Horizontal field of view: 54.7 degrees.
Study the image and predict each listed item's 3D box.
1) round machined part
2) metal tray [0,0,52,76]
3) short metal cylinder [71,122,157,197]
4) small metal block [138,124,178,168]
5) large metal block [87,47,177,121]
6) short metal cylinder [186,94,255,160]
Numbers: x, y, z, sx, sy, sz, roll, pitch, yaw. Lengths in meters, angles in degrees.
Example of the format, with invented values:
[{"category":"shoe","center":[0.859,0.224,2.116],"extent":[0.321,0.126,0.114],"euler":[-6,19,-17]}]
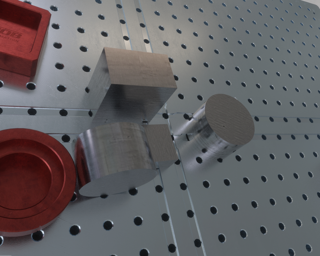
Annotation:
[{"category":"round machined part","center":[-0.133,0.053,0.293],"extent":[0.099,0.042,0.098],"euler":[14,56,-21]},{"category":"metal tray","center":[-0.206,-0.121,0.367],"extent":[0.131,0.030,0.090],"euler":[14,56,-21]},{"category":"short metal cylinder","center":[-0.048,0.035,0.326],"extent":[0.081,0.080,0.050],"euler":[-3,64,-30]},{"category":"small metal block","center":[-0.011,0.023,0.388],"extent":[0.050,0.025,0.050],"euler":[-2,63,-29]},{"category":"large metal block","center":[-0.038,-0.050,0.383],"extent":[0.081,0.080,0.050],"euler":[0,62,-28]},{"category":"short metal cylinder","center":[0.085,-0.001,0.438],"extent":[0.081,0.050,0.080],"euler":[14,56,-21]}]
